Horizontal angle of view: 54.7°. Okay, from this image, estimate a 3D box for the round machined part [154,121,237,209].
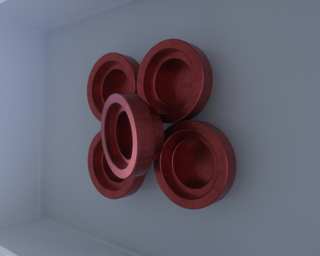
[{"bbox_3d":[0.043,0.040,0.356,0.098,0.042,0.097,0,90,39],"label":"round machined part"}]

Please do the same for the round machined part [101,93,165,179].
[{"bbox_3d":[-0.030,0.007,0.361,0.098,0.042,0.097,14,106,56],"label":"round machined part"}]

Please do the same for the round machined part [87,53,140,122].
[{"bbox_3d":[-0.056,-0.054,0.437,0.098,0.042,0.097,0,90,39],"label":"round machined part"}]

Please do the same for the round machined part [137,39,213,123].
[{"bbox_3d":[0.021,-0.054,0.374,0.098,0.042,0.097,0,90,39],"label":"round machined part"}]

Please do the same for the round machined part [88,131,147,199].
[{"bbox_3d":[-0.054,0.048,0.436,0.098,0.042,0.097,0,90,39],"label":"round machined part"}]
